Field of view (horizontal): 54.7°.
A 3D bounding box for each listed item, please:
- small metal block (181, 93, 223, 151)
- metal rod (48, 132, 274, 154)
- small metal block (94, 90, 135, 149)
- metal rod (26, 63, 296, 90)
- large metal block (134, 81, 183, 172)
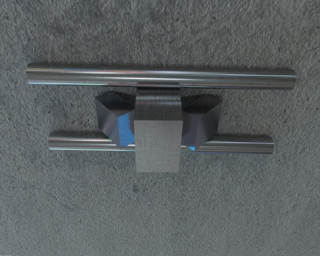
[{"bbox_3d":[0.050,-0.008,0.385,0.025,0.050,0.050,30,138,30],"label":"small metal block"},{"bbox_3d":[0.003,0.021,0.427,0.302,0.025,0.025,1,130,-2],"label":"metal rod"},{"bbox_3d":[-0.054,-0.011,0.381,0.025,0.050,0.050,-28,139,-30],"label":"small metal block"},{"bbox_3d":[0.003,-0.059,0.358,0.302,0.025,0.025,1,130,-2],"label":"metal rod"},{"bbox_3d":[-0.002,-0.003,0.373,0.050,0.080,0.079,1,130,-1],"label":"large metal block"}]
